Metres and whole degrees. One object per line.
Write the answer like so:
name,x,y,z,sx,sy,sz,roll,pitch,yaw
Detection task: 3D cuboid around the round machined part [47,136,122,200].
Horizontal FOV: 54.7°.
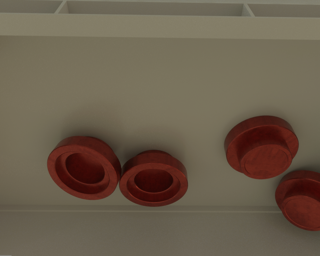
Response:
round machined part,-0.101,0.051,0.431,0.098,0.042,0.097,6,124,9

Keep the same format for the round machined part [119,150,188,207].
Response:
round machined part,-0.009,0.070,0.457,0.099,0.042,0.097,0,130,0

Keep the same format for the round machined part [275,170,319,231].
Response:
round machined part,0.224,0.116,0.468,0.098,0.042,0.097,21,131,26

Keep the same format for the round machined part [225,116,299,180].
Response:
round machined part,0.141,0.034,0.428,0.099,0.042,0.097,0,130,0
